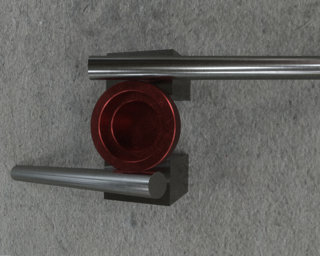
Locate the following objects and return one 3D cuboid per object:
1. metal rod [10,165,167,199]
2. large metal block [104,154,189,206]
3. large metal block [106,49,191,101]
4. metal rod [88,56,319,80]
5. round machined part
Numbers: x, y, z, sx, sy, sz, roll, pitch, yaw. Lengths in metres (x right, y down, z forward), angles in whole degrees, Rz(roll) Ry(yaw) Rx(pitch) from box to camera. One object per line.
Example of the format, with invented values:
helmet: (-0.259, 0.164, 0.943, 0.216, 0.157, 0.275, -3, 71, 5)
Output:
metal rod: (-0.113, 0.062, 0.390, 0.300, 0.025, 0.025, -5, 89, 42)
large metal block: (-0.013, 0.059, 0.385, 0.080, 0.080, 0.050, 1, 91, 19)
large metal block: (-0.011, -0.061, 0.384, 0.080, 0.080, 0.050, 1, 91, 19)
metal rod: (0.079, -0.063, 0.325, 0.302, 0.025, 0.025, -1, 90, -3)
round machined part: (-0.024, -0.002, 0.346, 0.098, 0.042, 0.097, 0, 90, 19)
